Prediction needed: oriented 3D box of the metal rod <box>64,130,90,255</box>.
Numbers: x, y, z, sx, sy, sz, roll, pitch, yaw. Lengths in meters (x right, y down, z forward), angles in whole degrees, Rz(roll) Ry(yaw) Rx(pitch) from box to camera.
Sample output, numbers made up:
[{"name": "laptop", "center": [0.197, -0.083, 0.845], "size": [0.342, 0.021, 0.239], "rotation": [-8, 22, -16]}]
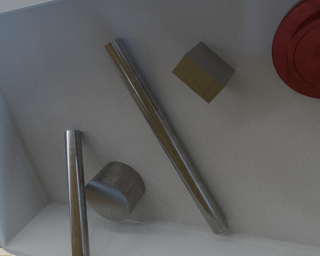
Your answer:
[{"name": "metal rod", "center": [-0.119, 0.151, 0.457], "size": [0.025, 0.025, 0.298], "rotation": [-15, 76, 34]}]

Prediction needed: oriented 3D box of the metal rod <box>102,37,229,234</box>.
[{"name": "metal rod", "center": [0.015, 0.021, 0.412], "size": [0.025, 0.025, 0.299], "rotation": [-20, 108, 35]}]

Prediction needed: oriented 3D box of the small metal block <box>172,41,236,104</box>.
[{"name": "small metal block", "center": [0.048, -0.060, 0.329], "size": [0.050, 0.050, 0.025], "rotation": [41, 129, 0]}]

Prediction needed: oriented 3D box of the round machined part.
[{"name": "round machined part", "center": [0.151, -0.070, 0.275], "size": [0.098, 0.042, 0.097], "rotation": [13, 124, 20]}]

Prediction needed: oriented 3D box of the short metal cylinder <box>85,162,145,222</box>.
[{"name": "short metal cylinder", "center": [-0.071, 0.100, 0.490], "size": [0.080, 0.050, 0.079], "rotation": [13, 124, 20]}]
